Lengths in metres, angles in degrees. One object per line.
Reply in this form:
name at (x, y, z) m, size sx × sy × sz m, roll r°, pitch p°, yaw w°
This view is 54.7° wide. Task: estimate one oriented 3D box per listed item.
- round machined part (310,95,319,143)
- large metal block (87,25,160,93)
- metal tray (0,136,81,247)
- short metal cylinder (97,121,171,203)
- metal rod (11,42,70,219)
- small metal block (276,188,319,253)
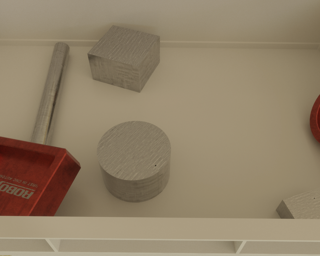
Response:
round machined part at (0.241, -0.015, 0.382) m, size 0.042 × 0.097 × 0.098 m, roll 20°, pitch 46°, yaw -22°
large metal block at (-0.052, -0.108, 0.479) m, size 0.080 × 0.050 × 0.080 m, roll 17°, pitch 52°, yaw 13°
metal tray at (-0.159, 0.057, 0.321) m, size 0.130 × 0.030 × 0.090 m, roll 7°, pitch 56°, yaw 26°
short metal cylinder at (-0.028, 0.038, 0.357) m, size 0.081 × 0.050 × 0.080 m, roll 0°, pitch 50°, yaw 0°
metal rod at (-0.153, -0.018, 0.417) m, size 0.025 × 0.025 × 0.300 m, roll -2°, pitch 50°, yaw -3°
small metal block at (0.161, 0.096, 0.327) m, size 0.050 × 0.025 × 0.050 m, roll -14°, pitch 52°, yaw -12°
